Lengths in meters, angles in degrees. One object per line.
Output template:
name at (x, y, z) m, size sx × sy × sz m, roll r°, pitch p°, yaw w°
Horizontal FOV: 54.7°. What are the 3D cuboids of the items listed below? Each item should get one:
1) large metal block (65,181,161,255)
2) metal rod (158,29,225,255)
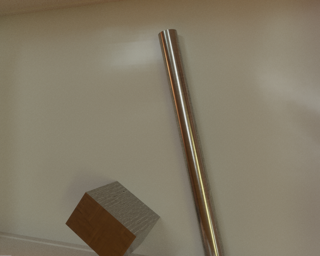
large metal block at (-0.058, 0.119, 0.400) m, size 0.080 × 0.080 × 0.050 m, roll 36°, pitch 102°, yaw 16°
metal rod at (0.040, 0.021, 0.395) m, size 0.025 × 0.025 × 0.298 m, roll -13°, pitch 86°, yaw 19°
